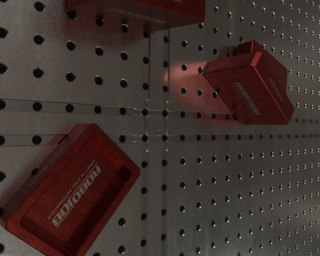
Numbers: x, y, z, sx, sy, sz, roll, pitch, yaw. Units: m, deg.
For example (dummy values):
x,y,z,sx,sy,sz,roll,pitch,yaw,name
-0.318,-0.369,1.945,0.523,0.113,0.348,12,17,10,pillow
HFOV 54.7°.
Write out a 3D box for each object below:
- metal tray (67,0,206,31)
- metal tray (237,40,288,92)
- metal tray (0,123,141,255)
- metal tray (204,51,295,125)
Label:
x,y,z,sx,sy,sz,roll,pitch,yaw,name
-0.024,-0.140,0.346,0.131,0.090,0.030,-3,98,-40,metal tray
0.183,-0.087,0.555,0.131,0.030,0.090,21,72,-40,metal tray
-0.089,0.069,0.332,0.090,0.030,0.130,51,60,-28,metal tray
0.142,-0.056,0.488,0.130,0.090,0.030,46,63,-31,metal tray
